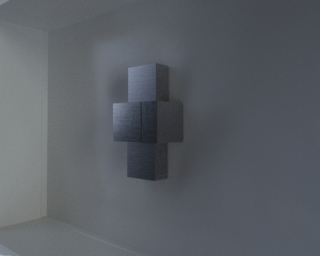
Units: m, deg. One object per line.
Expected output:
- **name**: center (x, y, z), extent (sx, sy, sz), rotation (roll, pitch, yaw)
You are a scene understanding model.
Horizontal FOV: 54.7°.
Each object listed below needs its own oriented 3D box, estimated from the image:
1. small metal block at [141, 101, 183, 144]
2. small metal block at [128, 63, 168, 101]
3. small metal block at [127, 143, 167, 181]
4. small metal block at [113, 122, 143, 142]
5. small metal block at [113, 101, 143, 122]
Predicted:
- **small metal block**: center (0.003, -0.007, 0.386), extent (0.025, 0.050, 0.050), rotation (0, 90, 40)
- **small metal block**: center (-0.016, -0.058, 0.418), extent (0.050, 0.025, 0.050), rotation (0, 90, 40)
- **small metal block**: center (-0.018, 0.043, 0.419), extent (0.050, 0.025, 0.050), rotation (0, 90, 40)
- **small metal block**: center (-0.026, 0.005, 0.410), extent (0.050, 0.050, 0.025), rotation (0, 90, 40)
- **small metal block**: center (-0.026, -0.020, 0.410), extent (0.050, 0.050, 0.025), rotation (0, 90, 40)
